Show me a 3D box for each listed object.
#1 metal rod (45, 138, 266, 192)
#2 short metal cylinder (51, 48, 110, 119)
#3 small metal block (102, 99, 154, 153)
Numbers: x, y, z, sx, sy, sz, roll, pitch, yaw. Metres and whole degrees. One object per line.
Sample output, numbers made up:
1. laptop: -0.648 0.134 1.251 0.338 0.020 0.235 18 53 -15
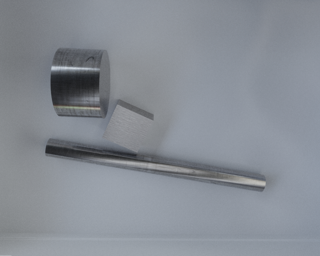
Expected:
1. metal rod: -0.003 0.053 0.430 0.302 0.025 0.025 10 110 -5
2. short metal cylinder: -0.089 -0.052 0.362 0.050 0.080 0.079 2 110 -1
3. small metal block: -0.042 -0.003 0.410 0.050 0.025 0.050 24 108 -9
